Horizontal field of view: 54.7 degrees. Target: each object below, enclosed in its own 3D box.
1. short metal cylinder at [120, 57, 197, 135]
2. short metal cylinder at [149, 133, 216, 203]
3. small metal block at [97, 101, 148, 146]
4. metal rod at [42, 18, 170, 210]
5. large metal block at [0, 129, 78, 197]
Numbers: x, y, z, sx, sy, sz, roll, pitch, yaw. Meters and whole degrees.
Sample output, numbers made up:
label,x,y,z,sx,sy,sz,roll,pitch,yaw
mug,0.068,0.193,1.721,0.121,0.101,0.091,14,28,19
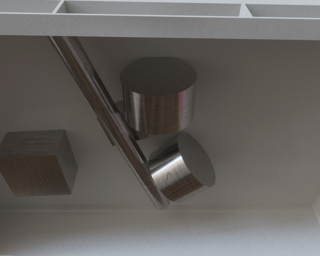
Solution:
label,x,y,z,sx,sy,sz,roll,pitch,yaw
short metal cylinder,-0.001,-0.037,0.341,0.081,0.080,0.050,-1,130,0
short metal cylinder,0.031,0.054,0.420,0.050,0.080,0.080,-35,122,25
small metal block,-0.047,-0.008,0.402,0.050,0.025,0.050,-13,129,10
metal rod,-0.048,0.009,0.383,0.025,0.025,0.299,-16,129,12
large metal block,-0.168,0.050,0.433,0.080,0.050,0.079,-3,130,2
